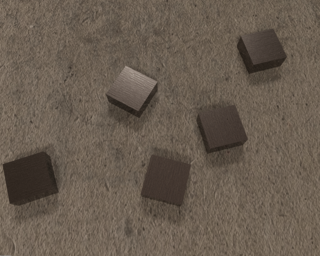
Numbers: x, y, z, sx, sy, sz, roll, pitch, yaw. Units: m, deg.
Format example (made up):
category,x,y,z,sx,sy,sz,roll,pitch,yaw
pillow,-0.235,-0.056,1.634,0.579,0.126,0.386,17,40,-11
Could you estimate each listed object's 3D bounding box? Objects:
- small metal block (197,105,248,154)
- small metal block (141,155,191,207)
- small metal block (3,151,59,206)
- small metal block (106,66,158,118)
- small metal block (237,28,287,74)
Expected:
category,x,y,z,sx,sy,sz,roll,pitch,yaw
small metal block,0.081,0.002,0.409,0.050,0.025,0.050,-13,71,-5
small metal block,0.008,0.066,0.384,0.050,0.025,0.050,14,70,4
small metal block,-0.160,0.063,0.383,0.050,0.025,0.050,-18,71,-7
small metal block,-0.038,-0.049,0.426,0.050,0.025,0.050,28,72,9
small metal block,0.147,-0.112,0.451,0.050,0.025,0.050,-14,71,-6
